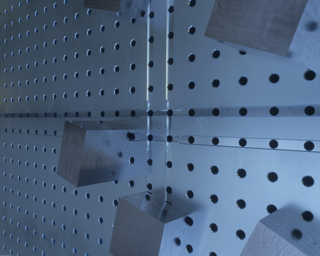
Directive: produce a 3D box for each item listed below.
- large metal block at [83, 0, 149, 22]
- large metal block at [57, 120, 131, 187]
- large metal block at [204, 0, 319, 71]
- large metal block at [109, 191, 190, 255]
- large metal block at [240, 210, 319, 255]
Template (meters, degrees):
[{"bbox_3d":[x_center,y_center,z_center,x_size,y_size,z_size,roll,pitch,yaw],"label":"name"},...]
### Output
[{"bbox_3d":[-0.058,-0.203,0.442,0.080,0.050,0.080,23,105,37],"label":"large metal block"},{"bbox_3d":[-0.096,0.034,0.454,0.050,0.081,0.080,20,103,38],"label":"large metal block"},{"bbox_3d":[0.102,-0.094,0.289,0.080,0.081,0.050,28,108,36],"label":"large metal block"},{"bbox_3d":[-0.015,0.139,0.407,0.080,0.050,0.080,18,102,38],"label":"large metal block"},{"bbox_3d":[0.121,0.139,0.294,0.080,0.050,0.080,34,111,35],"label":"large metal block"}]
